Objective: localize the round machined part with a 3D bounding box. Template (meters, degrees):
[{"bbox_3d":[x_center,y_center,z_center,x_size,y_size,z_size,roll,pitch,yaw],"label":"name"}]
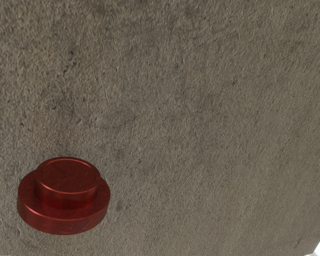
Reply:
[{"bbox_3d":[-0.104,0.067,0.344,0.099,0.098,0.042,2,117,-29],"label":"round machined part"}]
